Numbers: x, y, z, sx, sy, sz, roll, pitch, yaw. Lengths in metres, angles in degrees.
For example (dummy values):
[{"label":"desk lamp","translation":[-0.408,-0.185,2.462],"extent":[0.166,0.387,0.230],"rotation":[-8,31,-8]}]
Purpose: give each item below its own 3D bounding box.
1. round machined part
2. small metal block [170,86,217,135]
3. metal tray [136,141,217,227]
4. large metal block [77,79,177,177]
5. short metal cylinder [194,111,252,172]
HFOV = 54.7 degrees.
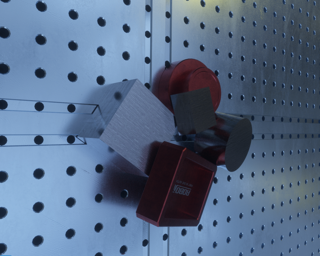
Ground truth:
[{"label":"round machined part","translation":[0.049,-0.050,0.439],"extent":[0.099,0.042,0.097],"rotation":[0,90,-40]},{"label":"small metal block","translation":[0.043,-0.022,0.385],"extent":[0.050,0.025,0.050],"rotation":[-20,100,-49]},{"label":"metal tray","translation":[0.028,0.076,0.392],"extent":[0.130,0.030,0.090],"rotation":[32,76,-59]},{"label":"large metal block","translation":[-0.034,0.001,0.364],"extent":[0.080,0.050,0.080],"rotation":[43,64,-32]},{"label":"short metal cylinder","translation":[0.094,0.019,0.457],"extent":[0.081,0.050,0.079],"rotation":[-23,121,-45]}]
